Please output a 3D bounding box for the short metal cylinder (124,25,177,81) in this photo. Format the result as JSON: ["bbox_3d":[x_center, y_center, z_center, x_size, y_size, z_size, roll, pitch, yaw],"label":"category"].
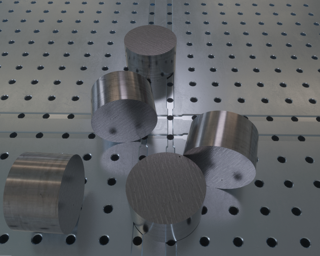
[{"bbox_3d":[-0.015,-0.119,0.491,0.081,0.050,0.080,0,50,0],"label":"short metal cylinder"}]

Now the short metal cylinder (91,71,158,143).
[{"bbox_3d":[-0.047,-0.026,0.393,0.081,0.080,0.050,-7,51,-6],"label":"short metal cylinder"}]

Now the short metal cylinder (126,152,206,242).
[{"bbox_3d":[0.006,0.073,0.329,0.080,0.050,0.080,-1,51,1],"label":"short metal cylinder"}]

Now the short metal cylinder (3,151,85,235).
[{"bbox_3d":[-0.114,0.065,0.316,0.050,0.080,0.080,3,50,3],"label":"short metal cylinder"}]

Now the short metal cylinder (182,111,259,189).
[{"bbox_3d":[0.068,0.026,0.350,0.080,0.080,0.050,11,51,9],"label":"short metal cylinder"}]
